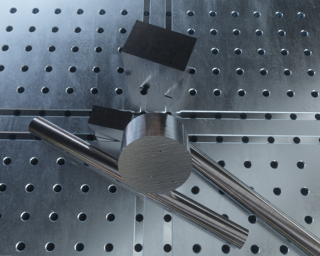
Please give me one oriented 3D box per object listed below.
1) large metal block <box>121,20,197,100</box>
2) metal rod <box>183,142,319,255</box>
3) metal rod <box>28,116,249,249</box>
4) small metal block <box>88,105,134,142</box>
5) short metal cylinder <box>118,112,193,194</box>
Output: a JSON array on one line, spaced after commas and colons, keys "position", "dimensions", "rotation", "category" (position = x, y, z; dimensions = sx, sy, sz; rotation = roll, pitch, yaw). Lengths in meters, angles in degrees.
[{"position": [-0.001, -0.088, 0.415], "dimensions": [0.080, 0.080, 0.050], "rotation": [19, 71, 6], "category": "large metal block"}, {"position": [0.102, 0.082, 0.382], "dimensions": [0.300, 0.025, 0.025], "rotation": [37, 74, 12], "category": "metal rod"}, {"position": [-0.034, 0.063, 0.388], "dimensions": [0.301, 0.025, 0.025], "rotation": [27, 72, 9], "category": "metal rod"}, {"position": [-0.060, -0.004, 0.399], "dimensions": [0.050, 0.050, 0.025], "rotation": [12, 71, 4], "category": "small metal block"}, {"position": [-0.005, 0.029, 0.356], "dimensions": [0.081, 0.079, 0.050], "rotation": [0, 31, -1], "category": "short metal cylinder"}]
